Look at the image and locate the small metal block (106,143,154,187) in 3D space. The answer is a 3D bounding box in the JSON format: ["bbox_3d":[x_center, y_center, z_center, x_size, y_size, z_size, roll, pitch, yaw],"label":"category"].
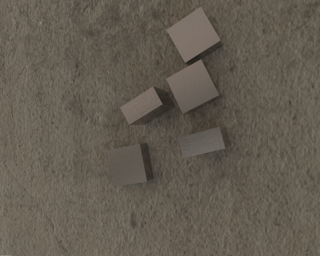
[{"bbox_3d":[-0.040,0.050,0.422,0.050,0.025,0.050,-12,86,19],"label":"small metal block"}]

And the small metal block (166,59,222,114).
[{"bbox_3d":[0.043,-0.051,0.393,0.050,0.025,0.050,-27,81,17],"label":"small metal block"}]

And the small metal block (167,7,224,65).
[{"bbox_3d":[0.045,-0.115,0.393,0.050,0.025,0.050,-30,80,17],"label":"small metal block"}]

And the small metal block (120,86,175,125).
[{"bbox_3d":[-0.015,-0.027,0.400,0.050,0.050,0.025,-31,80,17],"label":"small metal block"}]

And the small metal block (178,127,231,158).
[{"bbox_3d":[0.055,0.017,0.376,0.050,0.050,0.025,-15,85,19],"label":"small metal block"}]
